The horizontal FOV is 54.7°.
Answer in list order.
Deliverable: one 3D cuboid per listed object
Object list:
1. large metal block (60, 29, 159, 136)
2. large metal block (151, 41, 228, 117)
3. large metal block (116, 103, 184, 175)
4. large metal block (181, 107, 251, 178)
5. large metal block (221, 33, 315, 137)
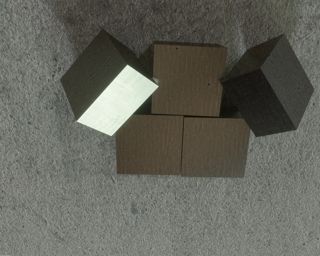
[{"bbox_3d":[-0.061,-0.052,0.354,0.080,0.080,0.050,-45,139,14],"label":"large metal block"},{"bbox_3d":[0.032,-0.061,0.376,0.081,0.050,0.079,3,110,-2],"label":"large metal block"},{"bbox_3d":[-0.014,0.013,0.402,0.081,0.050,0.079,1,110,-1],"label":"large metal block"},{"bbox_3d":[0.068,0.017,0.403,0.081,0.050,0.079,1,110,-1],"label":"large metal block"},{"bbox_3d":[0.128,-0.048,0.359,0.050,0.080,0.080,-17,116,49],"label":"large metal block"}]
